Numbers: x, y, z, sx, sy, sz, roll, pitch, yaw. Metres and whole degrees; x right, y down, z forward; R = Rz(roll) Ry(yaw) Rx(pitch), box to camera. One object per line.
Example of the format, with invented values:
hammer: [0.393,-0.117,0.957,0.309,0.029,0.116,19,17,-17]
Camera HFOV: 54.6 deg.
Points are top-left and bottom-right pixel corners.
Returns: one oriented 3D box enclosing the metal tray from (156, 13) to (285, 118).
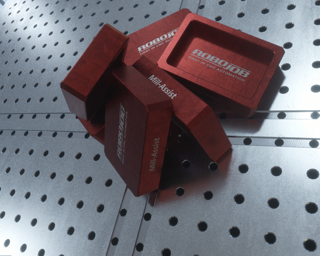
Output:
metal tray: [0.073,-0.080,0.385,0.130,0.030,0.090,27,75,14]

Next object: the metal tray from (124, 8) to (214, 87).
metal tray: [0.007,-0.116,0.450,0.131,0.030,0.090,-29,54,-8]

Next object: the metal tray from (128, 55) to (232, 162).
metal tray: [0.021,-0.024,0.370,0.030,0.090,0.130,-44,51,-2]

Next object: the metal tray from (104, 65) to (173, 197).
metal tray: [-0.031,0.005,0.361,0.030,0.129,0.090,-16,43,-30]

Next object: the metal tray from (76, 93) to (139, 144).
metal tray: [-0.066,-0.050,0.471,0.130,0.030,0.090,-43,52,-2]

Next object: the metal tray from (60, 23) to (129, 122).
metal tray: [-0.081,-0.063,0.393,0.030,0.130,0.090,33,76,-5]
